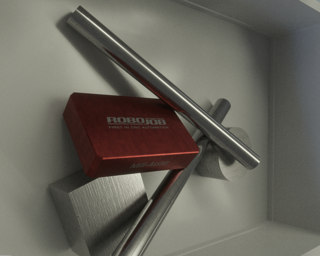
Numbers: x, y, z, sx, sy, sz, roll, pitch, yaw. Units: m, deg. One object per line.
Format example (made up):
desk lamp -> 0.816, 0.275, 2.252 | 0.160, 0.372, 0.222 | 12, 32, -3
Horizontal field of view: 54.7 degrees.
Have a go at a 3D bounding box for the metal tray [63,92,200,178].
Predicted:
metal tray -> -0.029, 0.005, 0.342 | 0.131, 0.030, 0.090 | 0, 46, -39

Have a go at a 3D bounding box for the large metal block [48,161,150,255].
large metal block -> -0.061, 0.084, 0.335 | 0.081, 0.050, 0.080 | -25, 106, -38

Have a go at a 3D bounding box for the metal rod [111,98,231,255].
metal rod -> 0.030, 0.047, 0.384 | 0.301, 0.025, 0.025 | -50, 121, -44

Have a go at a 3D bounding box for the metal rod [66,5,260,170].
metal rod -> 0.019, -0.037, 0.384 | 0.301, 0.025, 0.025 | 37, 67, -21

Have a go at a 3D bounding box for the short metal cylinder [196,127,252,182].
short metal cylinder -> 0.095, 0.038, 0.469 | 0.081, 0.050, 0.079 | 0, 90, -40
